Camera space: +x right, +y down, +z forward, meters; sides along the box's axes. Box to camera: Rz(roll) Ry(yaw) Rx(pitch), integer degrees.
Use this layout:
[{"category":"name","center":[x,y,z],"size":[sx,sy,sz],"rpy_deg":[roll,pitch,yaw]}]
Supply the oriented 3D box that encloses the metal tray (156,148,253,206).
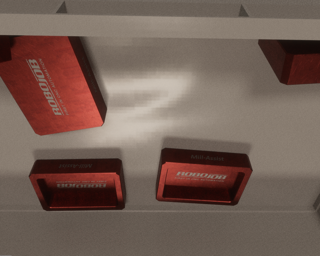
[{"category":"metal tray","center":[0.063,0.076,0.471],"size":[0.131,0.030,0.089],"rpy_deg":[5,130,-5]}]

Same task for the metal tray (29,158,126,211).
[{"category":"metal tray","center":[-0.122,0.089,0.479],"size":[0.131,0.030,0.089],"rpy_deg":[-1,130,0]}]

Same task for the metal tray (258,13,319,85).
[{"category":"metal tray","center":[0.172,-0.081,0.299],"size":[0.131,0.090,0.030],"rpy_deg":[-3,130,2]}]

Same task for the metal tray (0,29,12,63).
[{"category":"metal tray","center":[-0.216,-0.073,0.271],"size":[0.131,0.090,0.030],"rpy_deg":[5,110,7]}]

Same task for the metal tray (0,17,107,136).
[{"category":"metal tray","center":[-0.125,-0.053,0.359],"size":[0.090,0.030,0.129],"rpy_deg":[-9,130,7]}]
